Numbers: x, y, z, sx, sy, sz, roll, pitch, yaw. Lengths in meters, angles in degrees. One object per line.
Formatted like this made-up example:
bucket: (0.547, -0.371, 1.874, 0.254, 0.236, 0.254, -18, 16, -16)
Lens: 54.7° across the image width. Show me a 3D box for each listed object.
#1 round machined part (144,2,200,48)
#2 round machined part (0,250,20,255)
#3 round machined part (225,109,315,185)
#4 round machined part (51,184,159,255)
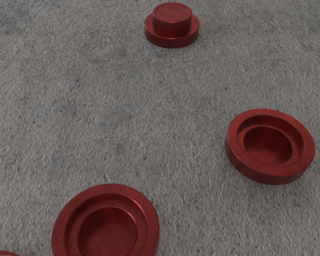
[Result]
round machined part: (0.021, -0.188, 0.550, 0.099, 0.042, 0.098, 0, 50, 0)
round machined part: (-0.154, 0.153, 0.262, 0.099, 0.042, 0.098, 0, 50, 0)
round machined part: (0.127, 0.026, 0.371, 0.099, 0.042, 0.098, 0, 50, 0)
round machined part: (-0.050, 0.107, 0.301, 0.099, 0.042, 0.098, 0, 50, 0)
